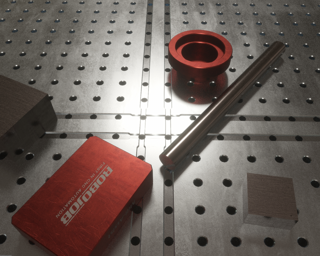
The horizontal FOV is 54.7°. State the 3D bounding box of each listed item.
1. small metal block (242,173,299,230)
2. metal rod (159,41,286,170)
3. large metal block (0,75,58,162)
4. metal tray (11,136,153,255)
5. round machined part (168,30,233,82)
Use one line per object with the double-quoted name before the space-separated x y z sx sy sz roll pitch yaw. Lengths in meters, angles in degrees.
"small metal block" 0.119 0.080 0.342 0.050 0.025 0.050 7 50 5
"metal rod" 0.104 -0.047 0.448 0.025 0.025 0.301 33 57 24
"large metal block" -0.197 -0.015 0.401 0.080 0.050 0.080 22 53 17
"metal tray" -0.078 0.077 0.339 0.090 0.030 0.130 25 54 19
"round machined part" 0.062 -0.110 0.490 0.099 0.042 0.098 0 50 0
